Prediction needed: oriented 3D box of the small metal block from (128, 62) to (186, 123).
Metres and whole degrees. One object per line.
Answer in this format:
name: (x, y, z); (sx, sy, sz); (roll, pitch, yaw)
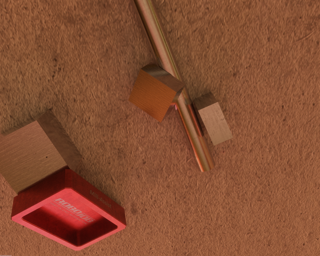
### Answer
small metal block: (-0.005, -0.043, 0.377); (0.050, 0.025, 0.050); (35, 131, 8)

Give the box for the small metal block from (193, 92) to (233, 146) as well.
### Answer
small metal block: (0.067, -0.013, 0.393); (0.025, 0.050, 0.050); (-24, 109, 8)

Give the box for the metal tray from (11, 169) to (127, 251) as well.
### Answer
metal tray: (-0.118, 0.116, 0.419); (0.090, 0.030, 0.130); (-29, 133, 10)

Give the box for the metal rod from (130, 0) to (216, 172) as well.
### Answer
metal rod: (0.009, -0.076, 0.381); (0.025, 0.025, 0.299); (-21, 109, 7)

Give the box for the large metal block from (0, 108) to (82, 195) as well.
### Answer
large metal block: (-0.163, 0.032, 0.406); (0.080, 0.050, 0.080); (-26, 108, 8)
